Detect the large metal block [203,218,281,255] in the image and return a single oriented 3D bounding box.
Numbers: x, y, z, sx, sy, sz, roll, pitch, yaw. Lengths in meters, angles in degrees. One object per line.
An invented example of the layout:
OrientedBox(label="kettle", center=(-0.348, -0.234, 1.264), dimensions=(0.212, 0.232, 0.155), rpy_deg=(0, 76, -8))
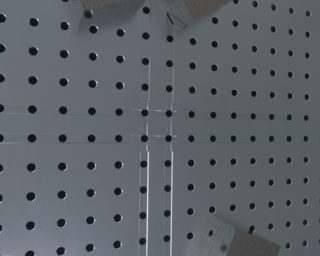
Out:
OrientedBox(label="large metal block", center=(0.112, 0.185, 0.440), dimensions=(0.080, 0.050, 0.080), rpy_deg=(26, 82, -18))

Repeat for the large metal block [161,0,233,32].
OrientedBox(label="large metal block", center=(0.046, -0.189, 0.416), dimensions=(0.080, 0.050, 0.080), rpy_deg=(-34, 101, -17))

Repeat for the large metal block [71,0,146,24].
OrientedBox(label="large metal block", center=(-0.069, -0.181, 0.373), dimensions=(0.081, 0.050, 0.080), rpy_deg=(-20, 97, -19))
